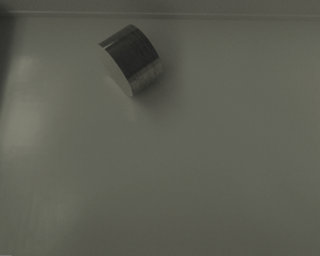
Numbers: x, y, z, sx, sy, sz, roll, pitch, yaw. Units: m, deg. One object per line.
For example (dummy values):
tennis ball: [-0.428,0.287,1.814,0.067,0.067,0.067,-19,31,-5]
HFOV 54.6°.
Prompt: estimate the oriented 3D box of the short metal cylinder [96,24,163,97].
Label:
short metal cylinder: [-0.040,-0.089,0.413,0.050,0.080,0.080,-37,74,-12]
